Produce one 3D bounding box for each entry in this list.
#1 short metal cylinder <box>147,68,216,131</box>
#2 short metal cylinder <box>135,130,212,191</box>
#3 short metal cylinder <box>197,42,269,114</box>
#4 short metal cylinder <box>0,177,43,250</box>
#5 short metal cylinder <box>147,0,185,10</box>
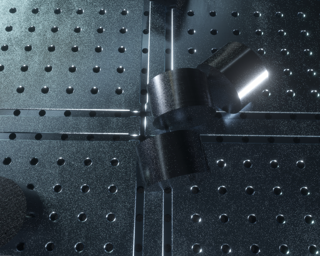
[{"bbox_3d":[0.027,-0.034,0.395,0.081,0.080,0.050,-9,71,-4],"label":"short metal cylinder"},{"bbox_3d":[0.015,0.041,0.368,0.081,0.080,0.050,-13,71,-5],"label":"short metal cylinder"},{"bbox_3d":[0.093,-0.065,0.408,0.050,0.080,0.080,-39,75,-13],"label":"short metal cylinder"},{"bbox_3d":[-0.186,0.100,0.360,0.081,0.050,0.080,0,70,0],"label":"short metal cylinder"},{"bbox_3d":[0.016,-0.225,0.465,0.050,0.080,0.080,21,71,7],"label":"short metal cylinder"}]
